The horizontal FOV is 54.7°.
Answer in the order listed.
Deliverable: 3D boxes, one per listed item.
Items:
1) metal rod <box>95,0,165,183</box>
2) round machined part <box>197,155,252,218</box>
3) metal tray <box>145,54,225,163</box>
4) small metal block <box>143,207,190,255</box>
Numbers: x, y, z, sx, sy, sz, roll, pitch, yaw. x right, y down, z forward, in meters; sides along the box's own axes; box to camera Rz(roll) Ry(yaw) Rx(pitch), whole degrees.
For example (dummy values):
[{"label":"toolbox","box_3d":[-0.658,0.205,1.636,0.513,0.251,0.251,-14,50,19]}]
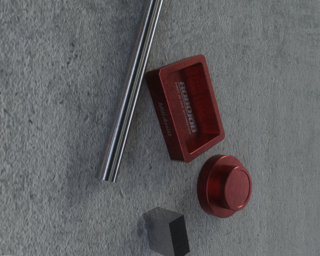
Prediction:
[{"label":"metal rod","box_3d":[-0.027,-0.083,0.381,0.025,0.025,0.299,23,76,-38]},{"label":"round machined part","box_3d":[0.107,0.092,0.483,0.099,0.042,0.097,0,90,-40]},{"label":"metal tray","box_3d":[0.039,-0.028,0.433,0.091,0.030,0.129,-28,108,-36]},{"label":"small metal block","box_3d":[0.008,0.133,0.395,0.025,0.050,0.050,-17,101,-39]}]
